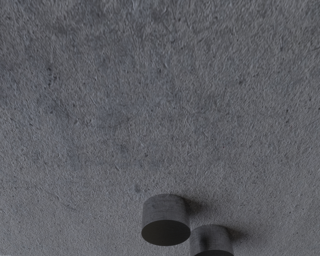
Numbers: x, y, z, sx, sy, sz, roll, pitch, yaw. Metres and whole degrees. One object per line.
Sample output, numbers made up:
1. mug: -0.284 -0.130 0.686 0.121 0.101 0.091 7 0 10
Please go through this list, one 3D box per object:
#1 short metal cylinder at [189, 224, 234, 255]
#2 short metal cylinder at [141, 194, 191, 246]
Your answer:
1. short metal cylinder: 0.097 0.226 0.584 0.081 0.050 0.079 0 130 0
2. short metal cylinder: 0.010 0.156 0.524 0.081 0.050 0.079 0 130 0
